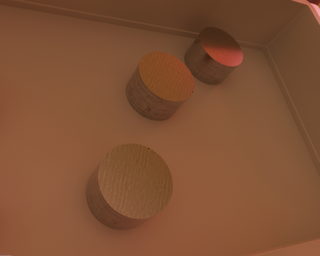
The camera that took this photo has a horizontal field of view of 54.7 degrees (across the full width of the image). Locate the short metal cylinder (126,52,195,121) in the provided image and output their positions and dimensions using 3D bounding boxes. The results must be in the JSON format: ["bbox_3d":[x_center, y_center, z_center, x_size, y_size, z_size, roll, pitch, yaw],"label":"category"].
[{"bbox_3d":[0.000,-0.057,0.424,0.081,0.050,0.080,14,56,-21],"label":"short metal cylinder"}]

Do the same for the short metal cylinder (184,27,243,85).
[{"bbox_3d":[0.087,-0.118,0.508,0.081,0.050,0.080,14,56,-21],"label":"short metal cylinder"}]

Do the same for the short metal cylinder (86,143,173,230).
[{"bbox_3d":[-0.033,0.063,0.333,0.081,0.050,0.080,14,56,-21],"label":"short metal cylinder"}]
